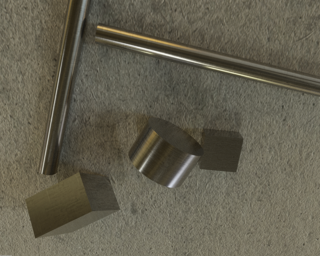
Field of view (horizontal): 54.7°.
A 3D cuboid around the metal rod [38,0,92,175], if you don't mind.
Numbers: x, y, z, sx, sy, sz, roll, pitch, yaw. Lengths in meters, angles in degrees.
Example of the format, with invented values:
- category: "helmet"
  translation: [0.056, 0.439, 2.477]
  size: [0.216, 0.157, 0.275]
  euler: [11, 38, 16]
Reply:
- category: "metal rod"
  translation: [-0.114, -0.076, 0.380]
  size: [0.025, 0.025, 0.298]
  euler: [15, 109, -6]

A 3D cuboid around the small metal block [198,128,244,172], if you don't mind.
- category: "small metal block"
  translation: [0.081, 0.030, 0.422]
  size: [0.050, 0.025, 0.050]
  euler: [6, 110, -3]

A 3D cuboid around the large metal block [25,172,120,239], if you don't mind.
- category: "large metal block"
  translation: [-0.112, 0.102, 0.409]
  size: [0.080, 0.080, 0.050]
  euler: [-27, 71, 9]

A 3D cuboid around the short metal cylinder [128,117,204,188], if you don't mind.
- category: "short metal cylinder"
  translation: [0.008, 0.030, 0.392]
  size: [0.080, 0.080, 0.050]
  euler: [29, 107, -11]

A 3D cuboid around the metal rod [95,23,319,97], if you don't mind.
- category: "metal rod"
  translation: [0.073, -0.080, 0.381]
  size: [0.302, 0.025, 0.025]
  euler: [12, 110, -5]
